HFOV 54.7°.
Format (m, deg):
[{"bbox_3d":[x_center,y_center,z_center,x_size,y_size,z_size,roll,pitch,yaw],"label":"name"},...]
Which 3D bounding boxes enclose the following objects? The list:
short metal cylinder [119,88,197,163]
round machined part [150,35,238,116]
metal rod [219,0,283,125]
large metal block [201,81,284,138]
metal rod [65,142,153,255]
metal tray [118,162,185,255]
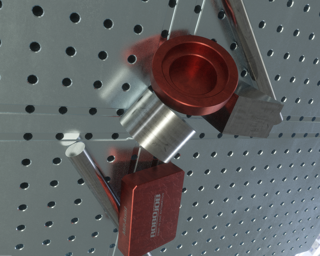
[{"bbox_3d":[-0.002,-0.003,0.374,0.050,0.080,0.080,-48,129,6],"label":"short metal cylinder"},{"bbox_3d":[0.037,-0.057,0.362,0.099,0.098,0.042,-20,159,-17],"label":"round machined part"},{"bbox_3d":[0.119,-0.106,0.412,0.025,0.025,0.300,-39,130,-2],"label":"metal rod"},{"bbox_3d":[0.099,-0.030,0.413,0.081,0.080,0.050,6,116,-32],"label":"large metal block"},{"bbox_3d":[-0.060,0.136,0.464,0.025,0.025,0.299,-29,129,-10],"label":"metal rod"},{"bbox_3d":[-0.013,0.122,0.457,0.091,0.030,0.129,-12,118,-37],"label":"metal tray"}]
